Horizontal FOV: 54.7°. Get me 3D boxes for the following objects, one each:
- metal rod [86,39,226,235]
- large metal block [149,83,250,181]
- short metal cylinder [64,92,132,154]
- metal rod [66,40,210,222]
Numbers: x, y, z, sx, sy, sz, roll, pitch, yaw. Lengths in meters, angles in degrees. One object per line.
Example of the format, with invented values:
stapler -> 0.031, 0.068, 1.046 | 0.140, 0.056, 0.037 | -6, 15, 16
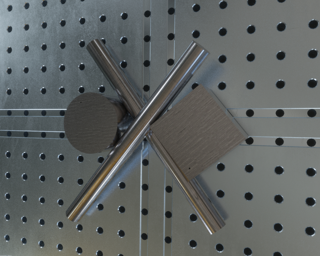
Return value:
metal rod -> -0.011, 0.003, 0.412 | 0.025, 0.025, 0.299 | -37, 78, 16
large metal block -> 0.049, 0.005, 0.377 | 0.080, 0.050, 0.080 | -40, 78, 15
short metal cylinder -> -0.082, -0.007, 0.424 | 0.080, 0.050, 0.079 | 0, 90, 20
metal rod -> -0.040, 0.018, 0.400 | 0.025, 0.025, 0.299 | 44, 112, 14
